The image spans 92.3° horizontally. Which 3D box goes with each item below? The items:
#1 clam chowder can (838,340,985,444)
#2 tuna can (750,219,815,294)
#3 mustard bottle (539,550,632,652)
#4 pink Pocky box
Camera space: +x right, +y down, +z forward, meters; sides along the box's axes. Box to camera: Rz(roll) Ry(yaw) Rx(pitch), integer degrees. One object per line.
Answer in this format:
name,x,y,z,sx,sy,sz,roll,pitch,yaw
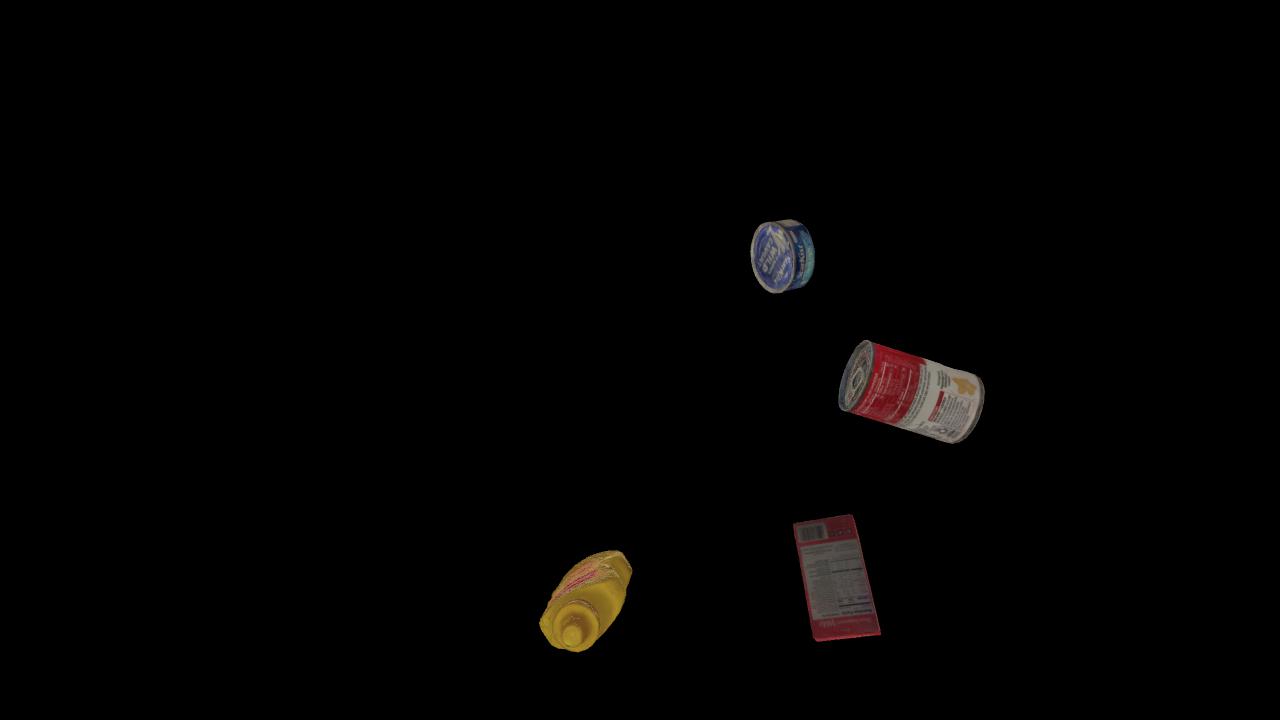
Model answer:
clam chowder can,0.240,0.029,0.550,0.102,0.068,0.068,18,1,2
tuna can,0.168,-0.122,0.725,0.034,0.084,0.084,-13,5,-22
mustard bottle,-0.054,0.243,0.612,0.092,0.054,0.184,-25,-5,0
pink Pocky box,0.263,0.292,0.829,0.084,0.155,0.029,-15,-37,17
